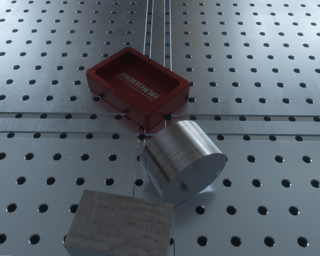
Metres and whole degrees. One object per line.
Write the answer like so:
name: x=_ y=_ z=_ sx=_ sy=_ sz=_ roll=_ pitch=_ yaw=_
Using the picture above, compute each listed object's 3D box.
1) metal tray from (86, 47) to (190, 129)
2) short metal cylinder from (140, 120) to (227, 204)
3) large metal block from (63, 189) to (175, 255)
metal tray: x=-0.033 y=-0.064 z=0.457 sx=0.130 sy=0.030 sz=0.090 roll=36 pitch=58 yaw=26
short metal cylinder: x=0.025 y=0.038 z=0.340 sx=0.081 sy=0.080 sz=0.050 roll=-24 pitch=55 yaw=-19
large metal block: x=-0.032 y=0.104 z=0.284 sx=0.080 sy=0.080 sz=0.050 roll=8 pitch=51 yaw=6
